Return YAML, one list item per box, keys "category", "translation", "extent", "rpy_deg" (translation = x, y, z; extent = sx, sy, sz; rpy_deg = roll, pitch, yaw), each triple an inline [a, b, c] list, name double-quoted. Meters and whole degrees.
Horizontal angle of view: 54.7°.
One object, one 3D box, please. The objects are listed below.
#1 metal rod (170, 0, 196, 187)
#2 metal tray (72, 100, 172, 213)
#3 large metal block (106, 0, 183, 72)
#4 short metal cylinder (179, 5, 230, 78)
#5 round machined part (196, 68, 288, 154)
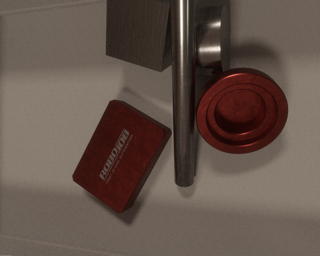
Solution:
- category: "metal rod"
  translation: [0.025, -0.062, 0.329]
  extent: [0.025, 0.025, 0.298]
  rpy_deg: [8, 121, 19]
- category: "metal tray"
  translation: [-0.054, 0.038, 0.426]
  extent: [0.090, 0.030, 0.129]
  rpy_deg: [31, 100, 17]
- category: "large metal block"
  translation: [-0.019, -0.125, 0.386]
  extent: [0.080, 0.050, 0.079]
  rpy_deg: [21, 126, 18]
- category: "short metal cylinder"
  translation: [0.052, -0.099, 0.363]
  extent: [0.050, 0.080, 0.079]
  rpy_deg: [1, 91, 20]
- category: "round machined part"
  translation: [0.090, -0.022, 0.355]
  extent: [0.099, 0.042, 0.097]
  rpy_deg: [1, 118, 3]
